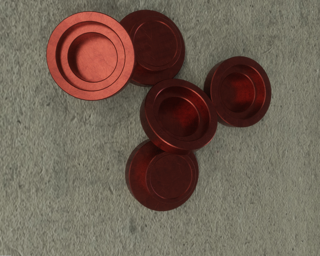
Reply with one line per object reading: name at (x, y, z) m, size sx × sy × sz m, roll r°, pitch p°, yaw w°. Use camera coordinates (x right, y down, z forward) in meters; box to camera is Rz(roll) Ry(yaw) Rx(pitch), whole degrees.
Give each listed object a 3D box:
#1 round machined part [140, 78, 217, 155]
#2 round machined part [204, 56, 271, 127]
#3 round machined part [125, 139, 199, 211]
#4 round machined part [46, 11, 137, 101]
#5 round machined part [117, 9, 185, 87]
round machined part at (0.021, -0.011, 0.399) m, size 0.099 × 0.042 × 0.098 m, roll 9°, pitch 64°, yaw -19°
round machined part at (0.105, -0.050, 0.441) m, size 0.099 × 0.042 × 0.097 m, roll 0°, pitch 90°, yaw -21°
round machined part at (0.008, 0.060, 0.405) m, size 0.099 × 0.042 × 0.097 m, roll 0°, pitch 90°, yaw -21°
round machined part at (-0.076, -0.081, 0.362) m, size 0.099 × 0.042 × 0.097 m, roll 0°, pitch 97°, yaw 1°
round machined part at (-0.012, -0.103, 0.397) m, size 0.099 × 0.042 × 0.097 m, roll 0°, pitch 90°, yaw -21°
